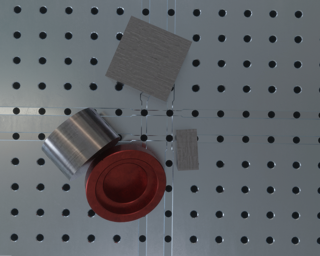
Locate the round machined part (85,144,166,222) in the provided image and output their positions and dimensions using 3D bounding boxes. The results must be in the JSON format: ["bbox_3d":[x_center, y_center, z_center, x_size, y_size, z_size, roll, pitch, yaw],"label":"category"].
[{"bbox_3d":[-0.045,0.066,0.393,0.099,0.042,0.097,-6,109,-16],"label":"round machined part"}]

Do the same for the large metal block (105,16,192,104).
[{"bbox_3d":[-0.014,-0.084,0.401,0.080,0.050,0.080,23,90,0],"label":"large metal block"}]

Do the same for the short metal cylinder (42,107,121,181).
[{"bbox_3d":[-0.096,0.020,0.383,0.080,0.080,0.050,-43,86,0],"label":"short metal cylinder"}]

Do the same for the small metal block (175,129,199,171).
[{"bbox_3d":[0.033,0.026,0.401,0.025,0.050,0.050,-3,90,0],"label":"small metal block"}]
